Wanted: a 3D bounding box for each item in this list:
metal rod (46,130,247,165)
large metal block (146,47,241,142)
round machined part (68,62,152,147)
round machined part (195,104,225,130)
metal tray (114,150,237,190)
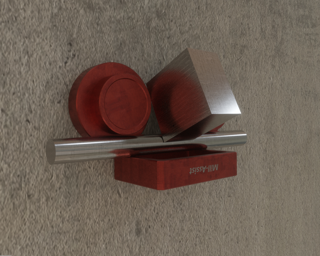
[{"bbox_3d":[0.012,0.019,0.391,0.302,0.025,0.025,-2,91,-40],"label":"metal rod"},{"bbox_3d":[0.036,-0.036,0.368,0.050,0.080,0.080,-3,68,-41],"label":"large metal block"},{"bbox_3d":[-0.049,-0.026,0.353,0.099,0.042,0.097,0,90,-40],"label":"round machined part"},{"bbox_3d":[0.062,-0.031,0.448,0.099,0.042,0.097,0,90,-40],"label":"round machined part"},{"bbox_3d":[0.021,0.046,0.384,0.131,0.090,0.030,-2,91,-40],"label":"metal tray"}]
